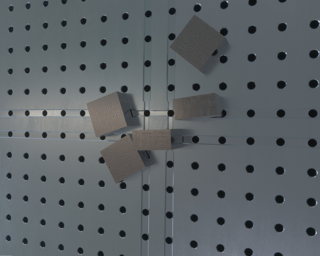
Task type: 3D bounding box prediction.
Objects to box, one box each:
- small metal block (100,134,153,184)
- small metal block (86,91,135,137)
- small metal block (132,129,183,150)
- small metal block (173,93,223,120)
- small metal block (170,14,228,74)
[{"bbox_3d":[-0.047,0.042,0.430,0.050,0.025,0.050,-31,80,17],"label":"small metal block"},{"bbox_3d":[-0.070,-0.019,0.438,0.050,0.025,0.050,-19,84,19],"label":"small metal block"},{"bbox_3d":[-0.002,0.014,0.400,0.050,0.050,0.025,-2,89,20],"label":"small metal block"},{"bbox_3d":[0.049,-0.025,0.382,0.050,0.050,0.025,-7,88,20],"label":"small metal block"},{"bbox_3d":[0.050,-0.106,0.395,0.050,0.025,0.050,42,103,15],"label":"small metal block"}]
